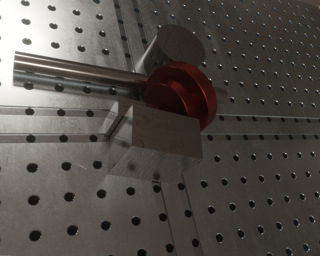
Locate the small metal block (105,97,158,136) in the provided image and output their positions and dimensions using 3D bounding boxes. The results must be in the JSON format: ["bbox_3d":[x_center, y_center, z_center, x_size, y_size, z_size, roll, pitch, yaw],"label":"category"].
[{"bbox_3d":[-0.035,-0.010,0.380,0.050,0.050,0.025,11,57,-23],"label":"small metal block"}]

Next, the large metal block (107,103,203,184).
[{"bbox_3d":[-0.008,0.022,0.356,0.081,0.080,0.050,12,57,-22],"label":"large metal block"}]

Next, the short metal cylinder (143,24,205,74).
[{"bbox_3d":[0.021,-0.110,0.473,0.081,0.050,0.080,14,56,-21],"label":"short metal cylinder"}]

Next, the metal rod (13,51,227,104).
[{"bbox_3d":[-0.036,-0.064,0.429,0.302,0.025,0.025,6,59,-26],"label":"metal rod"}]

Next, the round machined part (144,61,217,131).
[{"bbox_3d":[0.019,-0.031,0.391,0.098,0.097,0.042,49,49,6],"label":"round machined part"}]
